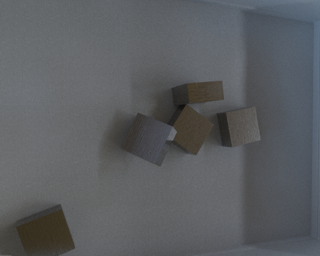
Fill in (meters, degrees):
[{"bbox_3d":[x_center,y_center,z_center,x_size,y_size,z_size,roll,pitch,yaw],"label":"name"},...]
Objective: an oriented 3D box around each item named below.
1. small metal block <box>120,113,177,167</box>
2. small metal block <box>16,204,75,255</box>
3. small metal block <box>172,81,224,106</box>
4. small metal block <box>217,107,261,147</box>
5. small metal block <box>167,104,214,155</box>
[{"bbox_3d":[-0.014,0.015,0.393,0.050,0.025,0.050,22,80,20],"label":"small metal block"},{"bbox_3d":[-0.133,0.124,0.362,0.050,0.025,0.050,-19,97,-19],"label":"small metal block"},{"bbox_3d":[0.050,-0.046,0.417,0.050,0.050,0.025,-7,93,-20],"label":"small metal block"},{"bbox_3d":[0.116,-0.002,0.455,0.050,0.025,0.050,-12,94,-20],"label":"small metal block"},{"bbox_3d":[0.038,0.002,0.426,0.050,0.025,0.050,35,79,-17],"label":"small metal block"}]
